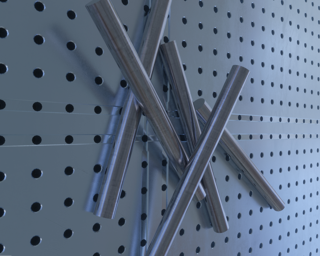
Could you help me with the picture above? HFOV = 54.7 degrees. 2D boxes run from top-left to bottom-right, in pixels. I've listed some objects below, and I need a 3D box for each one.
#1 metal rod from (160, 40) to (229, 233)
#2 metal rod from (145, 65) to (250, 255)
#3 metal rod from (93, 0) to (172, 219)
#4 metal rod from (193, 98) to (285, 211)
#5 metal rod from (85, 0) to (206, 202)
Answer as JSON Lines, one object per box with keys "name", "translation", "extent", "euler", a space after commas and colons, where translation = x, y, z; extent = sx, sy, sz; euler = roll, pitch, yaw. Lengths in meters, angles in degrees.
{"name": "metal rod", "translation": [0.053, 0.022, 0.456], "extent": [0.025, 0.025, 0.298], "euler": [-29, 108, -36]}
{"name": "metal rod", "translation": [0.044, 0.057, 0.404], "extent": [0.025, 0.025, 0.299], "euler": [27, 87, -37]}
{"name": "metal rod", "translation": [-0.029, -0.041, 0.386], "extent": [0.025, 0.025, 0.299], "euler": [23, 75, -38]}
{"name": "metal rod", "translation": [0.145, 0.059, 0.533], "extent": [0.300, 0.025, 0.025], "euler": [46, 62, -30]}
{"name": "metal rod", "translation": [-0.002, -0.012, 0.380], "extent": [0.025, 0.025, 0.299], "euler": [-49, 128, -29]}
